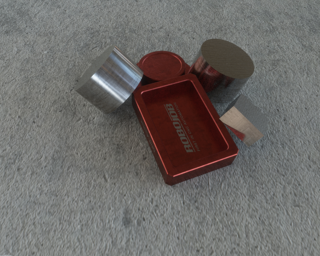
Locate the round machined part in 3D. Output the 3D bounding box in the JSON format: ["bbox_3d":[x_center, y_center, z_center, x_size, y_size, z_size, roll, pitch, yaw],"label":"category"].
[{"bbox_3d":[0.003,-0.078,0.460,0.099,0.042,0.098,0,50,0],"label":"round machined part"}]

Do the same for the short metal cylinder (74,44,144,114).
[{"bbox_3d":[-0.068,-0.065,0.414,0.050,0.080,0.080,41,48,-24],"label":"short metal cylinder"}]

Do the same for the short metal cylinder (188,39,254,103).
[{"bbox_3d":[0.086,-0.082,0.445,0.081,0.050,0.080,11,50,-14],"label":"short metal cylinder"}]

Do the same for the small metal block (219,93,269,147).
[{"bbox_3d":[0.108,-0.011,0.392,0.050,0.025,0.050,45,34,1],"label":"small metal block"}]

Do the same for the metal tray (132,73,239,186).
[{"bbox_3d":[0.027,-0.003,0.390,0.091,0.030,0.130,-17,62,-14],"label":"metal tray"}]
